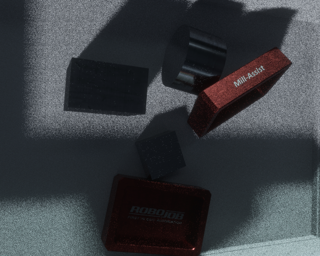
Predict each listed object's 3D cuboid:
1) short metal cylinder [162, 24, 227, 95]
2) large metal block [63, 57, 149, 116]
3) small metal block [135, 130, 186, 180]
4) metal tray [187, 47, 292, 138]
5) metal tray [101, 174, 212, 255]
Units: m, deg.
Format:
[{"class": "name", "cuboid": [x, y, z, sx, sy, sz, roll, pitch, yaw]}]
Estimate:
[{"class": "short metal cylinder", "cuboid": [0.041, -0.085, 0.398, 0.050, 0.080, 0.080, 14, 86, -20]}, {"class": "large metal block", "cuboid": [-0.065, -0.043, 0.358, 0.081, 0.080, 0.050, 4, 89, -20]}, {"class": "small metal block", "cuboid": [0.001, 0.035, 0.412, 0.050, 0.025, 0.050, -20, 97, -19]}, {"class": "metal tray", "cuboid": [0.103, -0.045, 0.413, 0.131, 0.090, 0.030, -32, 74, -17]}, {"class": "metal tray", "cuboid": [-0.003, 0.116, 0.408, 0.131, 0.030, 0.090, 13, 86, -20]}]
